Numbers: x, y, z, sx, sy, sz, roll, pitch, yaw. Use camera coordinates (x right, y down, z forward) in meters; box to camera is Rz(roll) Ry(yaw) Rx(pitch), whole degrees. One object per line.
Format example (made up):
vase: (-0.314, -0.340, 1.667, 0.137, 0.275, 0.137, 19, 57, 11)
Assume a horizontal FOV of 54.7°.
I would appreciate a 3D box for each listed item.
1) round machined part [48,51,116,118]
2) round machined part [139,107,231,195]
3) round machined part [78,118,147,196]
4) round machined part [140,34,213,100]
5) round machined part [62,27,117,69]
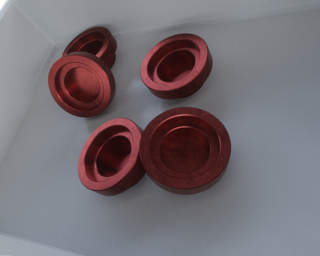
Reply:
round machined part: (-0.114, -0.068, 0.472, 0.098, 0.098, 0.042, -16, 22, 19)
round machined part: (0.029, 0.028, 0.351, 0.099, 0.042, 0.098, -3, 61, 5)
round machined part: (-0.053, 0.039, 0.394, 0.098, 0.042, 0.098, -18, 53, 26)
round machined part: (0.026, -0.080, 0.430, 0.098, 0.042, 0.098, -13, 56, 21)
round machined part: (-0.115, -0.122, 0.529, 0.098, 0.042, 0.098, -14, 54, 20)
